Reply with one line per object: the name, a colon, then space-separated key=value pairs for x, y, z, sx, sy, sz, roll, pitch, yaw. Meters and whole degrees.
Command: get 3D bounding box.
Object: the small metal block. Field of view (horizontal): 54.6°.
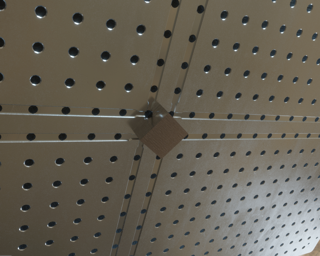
small metal block: x=0.001 y=0.006 z=0.415 sx=0.050 sy=0.025 sz=0.050 roll=-44 pitch=130 yaw=2
